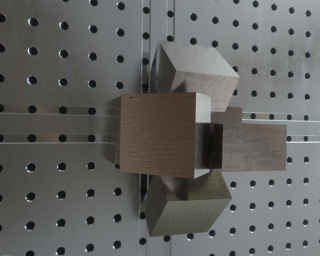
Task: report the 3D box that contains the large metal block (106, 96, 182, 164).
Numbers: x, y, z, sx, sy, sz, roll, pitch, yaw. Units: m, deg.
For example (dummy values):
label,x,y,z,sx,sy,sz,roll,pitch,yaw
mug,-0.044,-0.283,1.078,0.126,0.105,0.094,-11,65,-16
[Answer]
label,x,y,z,sx,sy,sz,roll,pitch,yaw
large metal block,-0.019,0.006,0.393,0.081,0.050,0.080,7,88,-20

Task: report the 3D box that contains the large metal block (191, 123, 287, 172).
label,x,y,z,sx,sy,sz,roll,pitch,yaw
large metal block,0.087,0.020,0.362,0.081,0.080,0.050,2,89,-20

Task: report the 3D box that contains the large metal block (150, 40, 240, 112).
label,x,y,z,sx,sy,sz,roll,pitch,yaw
large metal block,0.040,-0.066,0.390,0.081,0.080,0.050,2,128,-20

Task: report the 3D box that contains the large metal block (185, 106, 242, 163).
label,x,y,z,sx,sy,sz,roll,pitch,yaw
large metal block,0.062,0.010,0.421,0.081,0.050,0.080,3,89,-20

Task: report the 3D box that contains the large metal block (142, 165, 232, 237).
label,x,y,z,sx,sy,sz,roll,pitch,yaw
large metal block,0.030,0.091,0.388,0.081,0.050,0.079,2,134,-20

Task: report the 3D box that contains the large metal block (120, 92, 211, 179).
label,x,y,z,sx,sy,sz,roll,pitch,yaw
large metal block,0.007,0.006,0.324,0.080,0.050,0.080,1,90,25
